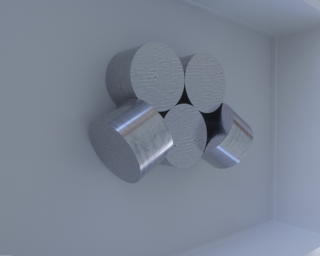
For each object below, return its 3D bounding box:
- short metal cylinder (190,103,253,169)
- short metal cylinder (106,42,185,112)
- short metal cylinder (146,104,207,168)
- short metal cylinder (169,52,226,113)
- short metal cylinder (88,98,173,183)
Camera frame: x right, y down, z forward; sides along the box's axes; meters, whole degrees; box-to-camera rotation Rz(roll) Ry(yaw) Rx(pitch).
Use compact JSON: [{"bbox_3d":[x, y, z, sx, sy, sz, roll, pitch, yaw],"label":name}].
[{"bbox_3d":[0.082,0.011,0.437,0.050,0.080,0.080,37,68,-34],"label":"short metal cylinder"},{"bbox_3d":[-0.017,-0.059,0.374,0.081,0.050,0.080,0,90,-40],"label":"short metal cylinder"},{"bbox_3d":[0.015,0.010,0.401,0.081,0.050,0.080,0,90,-40],"label":"short metal cylinder"},{"bbox_3d":[0.045,-0.060,0.426,0.081,0.050,0.080,0,90,-40],"label":"short metal cylinder"},{"bbox_3d":[-0.033,0.014,0.341,0.050,0.080,0.080,-38,113,-34],"label":"short metal cylinder"}]
